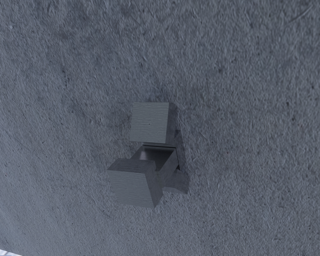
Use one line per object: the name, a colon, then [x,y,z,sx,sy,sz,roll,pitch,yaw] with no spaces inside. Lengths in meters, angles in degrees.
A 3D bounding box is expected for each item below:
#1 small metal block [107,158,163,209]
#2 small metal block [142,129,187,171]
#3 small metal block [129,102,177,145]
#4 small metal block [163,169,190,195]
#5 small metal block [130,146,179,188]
small metal block: [-0.029,0.064,0.365,0.050,0.025,0.050,1,119,27]
small metal block: [0.005,0.029,0.423,0.050,0.025,0.050,2,120,26]
small metal block: [-0.008,-0.006,0.392,0.050,0.025,0.050,3,84,27]
small metal block: [0.008,0.073,0.431,0.050,0.025,0.050,2,160,27]
small metal block: [-0.011,0.048,0.393,0.050,0.050,0.025,3,120,26]
